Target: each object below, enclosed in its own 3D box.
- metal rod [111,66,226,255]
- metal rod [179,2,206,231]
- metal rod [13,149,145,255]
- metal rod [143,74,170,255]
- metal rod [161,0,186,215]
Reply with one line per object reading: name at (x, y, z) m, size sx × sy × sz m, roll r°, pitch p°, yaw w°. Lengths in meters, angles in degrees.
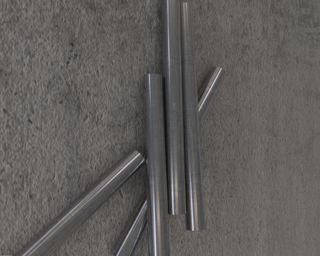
metal rod at (0.022, 0.033, 0.422) m, size 0.025 × 0.025 × 0.300 m, roll 44°, pitch 63°, yaw -31°
metal rod at (0.039, -0.021, 0.411) m, size 0.025 × 0.025 × 0.298 m, roll 4°, pitch 79°, yaw -40°
metal rod at (-0.122, 0.123, 0.302) m, size 0.302 × 0.025 × 0.025 m, roll -43°, pitch 116°, yaw -32°
metal rod at (-0.004, 0.082, 0.371) m, size 0.025 × 0.025 × 0.298 m, roll 5°, pitch 78°, yaw -40°
metal rod at (0.017, -0.043, 0.398) m, size 0.025 × 0.025 × 0.298 m, roll 4°, pitch 81°, yaw -40°
